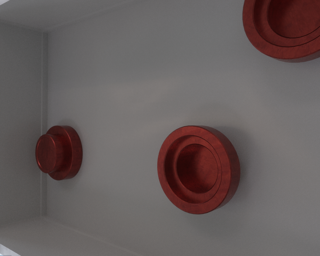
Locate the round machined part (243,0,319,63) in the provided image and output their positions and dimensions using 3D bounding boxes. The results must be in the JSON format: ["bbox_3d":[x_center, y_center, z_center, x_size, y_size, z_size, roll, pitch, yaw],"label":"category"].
[{"bbox_3d":[0.131,-0.109,0.287,0.098,0.042,0.097,0,90,40],"label":"round machined part"}]

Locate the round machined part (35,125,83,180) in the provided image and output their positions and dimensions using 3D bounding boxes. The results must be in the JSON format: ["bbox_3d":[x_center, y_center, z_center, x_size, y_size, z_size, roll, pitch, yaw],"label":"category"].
[{"bbox_3d":[-0.184,0.044,0.548,0.098,0.042,0.097,0,90,40],"label":"round machined part"}]

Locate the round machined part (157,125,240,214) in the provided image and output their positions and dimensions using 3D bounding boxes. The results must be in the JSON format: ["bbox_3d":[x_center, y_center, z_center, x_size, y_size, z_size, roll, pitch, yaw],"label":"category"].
[{"bbox_3d":[0.047,0.046,0.357,0.098,0.042,0.097,0,90,40],"label":"round machined part"}]
